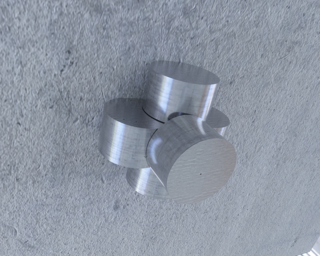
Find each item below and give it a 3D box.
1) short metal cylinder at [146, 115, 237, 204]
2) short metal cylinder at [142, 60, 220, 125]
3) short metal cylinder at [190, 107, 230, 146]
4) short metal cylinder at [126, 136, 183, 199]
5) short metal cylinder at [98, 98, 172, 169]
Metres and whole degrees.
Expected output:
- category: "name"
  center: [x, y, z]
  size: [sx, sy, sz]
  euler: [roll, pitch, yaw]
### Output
- category: "short metal cylinder"
  center: [0.032, 0.033, 0.327]
  size: [0.081, 0.050, 0.079]
  euler: [-14, 125, -21]
- category: "short metal cylinder"
  center: [0.024, -0.042, 0.361]
  size: [0.081, 0.080, 0.050]
  euler: [-2, 119, -28]
- category: "short metal cylinder"
  center: [0.043, 0.003, 0.400]
  size: [0.081, 0.080, 0.050]
  euler: [-1, 119, -29]
- category: "short metal cylinder"
  center: [0.000, 0.047, 0.403]
  size: [0.081, 0.080, 0.050]
  euler: [0, 119, -29]
- category: "short metal cylinder"
  center: [-0.028, 0.004, 0.361]
  size: [0.081, 0.080, 0.050]
  euler: [-1, 119, -28]
